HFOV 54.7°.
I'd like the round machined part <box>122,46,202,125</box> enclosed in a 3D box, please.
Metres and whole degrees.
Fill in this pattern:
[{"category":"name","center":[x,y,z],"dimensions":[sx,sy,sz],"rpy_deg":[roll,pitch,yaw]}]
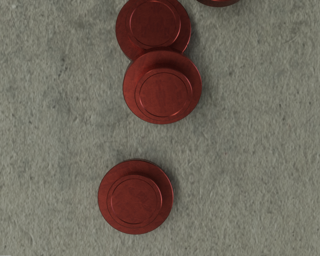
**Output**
[{"category":"round machined part","center":[0.003,-0.047,0.382],"dimensions":[0.099,0.042,0.097],"rpy_deg":[-2,117,-3]}]

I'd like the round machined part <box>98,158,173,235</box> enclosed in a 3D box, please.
[{"category":"round machined part","center":[-0.032,0.090,0.401],"dimensions":[0.099,0.042,0.097],"rpy_deg":[0,90,-1]}]

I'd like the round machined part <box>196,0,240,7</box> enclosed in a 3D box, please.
[{"category":"round machined part","center":[0.075,-0.205,0.402],"dimensions":[0.099,0.042,0.097],"rpy_deg":[0,90,-1]}]

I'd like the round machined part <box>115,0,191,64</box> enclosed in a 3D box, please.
[{"category":"round machined part","center":[-0.009,-0.129,0.401],"dimensions":[0.099,0.042,0.097],"rpy_deg":[0,90,-1]}]
